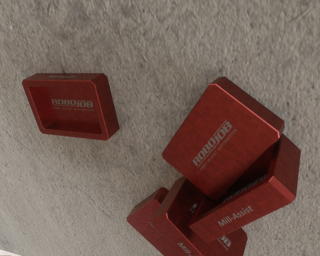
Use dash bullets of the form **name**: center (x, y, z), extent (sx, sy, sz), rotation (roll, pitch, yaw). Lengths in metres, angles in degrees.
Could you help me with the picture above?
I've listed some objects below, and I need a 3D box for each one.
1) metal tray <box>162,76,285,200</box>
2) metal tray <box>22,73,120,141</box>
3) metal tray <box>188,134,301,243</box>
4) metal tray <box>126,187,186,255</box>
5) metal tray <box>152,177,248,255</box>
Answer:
- **metal tray**: center (0.069, 0.016, 0.368), extent (0.090, 0.030, 0.129), rotation (40, 128, 9)
- **metal tray**: center (-0.129, -0.032, 0.449), extent (0.130, 0.030, 0.089), rotation (5, 121, 25)
- **metal tray**: center (0.096, 0.070, 0.357), extent (0.030, 0.090, 0.129), rotation (43, 129, -2)
- **metal tray**: center (0.021, 0.164, 0.493), extent (0.130, 0.030, 0.090), rotation (44, 129, -3)
- **metal tray**: center (0.058, 0.137, 0.417), extent (0.130, 0.090, 0.030), rotation (48, 129, -6)
